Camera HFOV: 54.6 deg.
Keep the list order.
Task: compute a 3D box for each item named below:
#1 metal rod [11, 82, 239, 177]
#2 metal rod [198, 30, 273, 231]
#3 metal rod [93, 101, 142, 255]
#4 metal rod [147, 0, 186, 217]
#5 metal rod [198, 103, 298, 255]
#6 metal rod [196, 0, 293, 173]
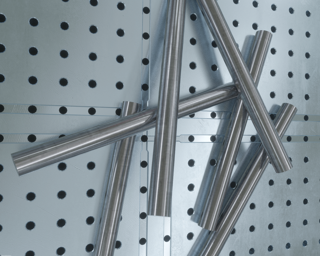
[{"bbox_3d":[-0.019,-0.009,0.379,0.302,0.025,0.025,-20,97,-28],"label":"metal rod"},{"bbox_3d":[0.111,-0.001,0.453,0.025,0.025,0.299,20,83,-19],"label":"metal rod"},{"bbox_3d":[-0.062,0.115,0.389,0.025,0.025,0.299,12,86,-20],"label":"metal rod"},{"bbox_3d":[0.012,-0.048,0.376,0.025,0.025,0.299,12,71,-20],"label":"metal rod"},{"bbox_3d":[0.124,0.092,0.458,0.025,0.025,0.300,36,78,-17],"label":"metal rod"},{"bbox_3d":[0.110,-0.078,0.431,0.025,0.025,0.299,-25,91,-18],"label":"metal rod"}]
